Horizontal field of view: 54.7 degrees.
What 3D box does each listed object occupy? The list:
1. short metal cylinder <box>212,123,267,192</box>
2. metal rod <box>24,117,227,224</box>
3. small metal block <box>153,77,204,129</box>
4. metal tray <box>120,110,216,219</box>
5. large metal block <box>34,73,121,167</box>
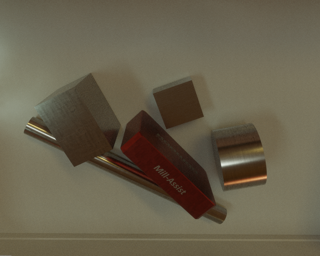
[{"bbox_3d":[0.098,0.037,0.395,0.050,0.080,0.079,-11,110,4],"label":"short metal cylinder"},{"bbox_3d":[-0.040,0.063,0.433,0.301,0.025,0.025,27,108,-10],"label":"metal rod"},{"bbox_3d":[0.023,-0.033,0.397,0.050,0.025,0.050,-19,109,6],"label":"small metal block"},{"bbox_3d":[0.011,0.043,0.390,0.030,0.090,0.130,-42,105,13],"label":"metal tray"},{"bbox_3d":[-0.093,-0.013,0.374,0.050,0.080,0.080,-25,109,8],"label":"large metal block"}]
